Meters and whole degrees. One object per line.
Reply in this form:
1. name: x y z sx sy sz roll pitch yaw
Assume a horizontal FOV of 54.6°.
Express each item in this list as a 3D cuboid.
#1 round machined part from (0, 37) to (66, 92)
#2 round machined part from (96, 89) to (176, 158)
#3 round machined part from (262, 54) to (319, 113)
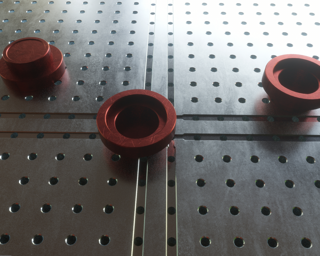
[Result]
1. round machined part: -0.203 -0.105 0.485 0.099 0.042 0.098 0 50 0
2. round machined part: -0.029 -0.002 0.398 0.099 0.042 0.098 0 50 0
3. round machined part: 0.197 -0.060 0.449 0.099 0.042 0.098 0 50 0
